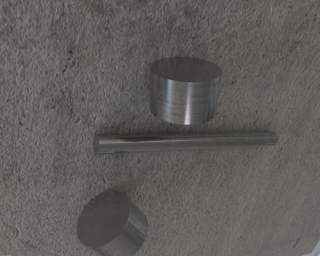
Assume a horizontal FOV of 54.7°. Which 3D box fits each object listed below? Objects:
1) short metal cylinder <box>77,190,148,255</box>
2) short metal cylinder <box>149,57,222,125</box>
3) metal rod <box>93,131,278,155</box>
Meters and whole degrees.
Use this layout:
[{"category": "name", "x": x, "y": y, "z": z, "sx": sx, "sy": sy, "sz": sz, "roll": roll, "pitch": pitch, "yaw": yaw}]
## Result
[{"category": "short metal cylinder", "x": -0.063, "y": 0.132, "z": 0.418, "sx": 0.080, "sy": 0.080, "sz": 0.050, "roll": -37, "pitch": 129, "yaw": -4}, {"category": "short metal cylinder", "x": 0.028, "y": -0.045, "z": 0.359, "sx": 0.081, "sy": 0.080, "sz": 0.050, "roll": -12, "pitch": 124, "yaw": -22}, {"category": "metal rod", "x": 0.055, "y": 0.019, "z": 0.448, "sx": 0.303, "sy": 0.025, "sz": 0.025, "roll": 0, "pitch": 119, "yaw": -28}]
